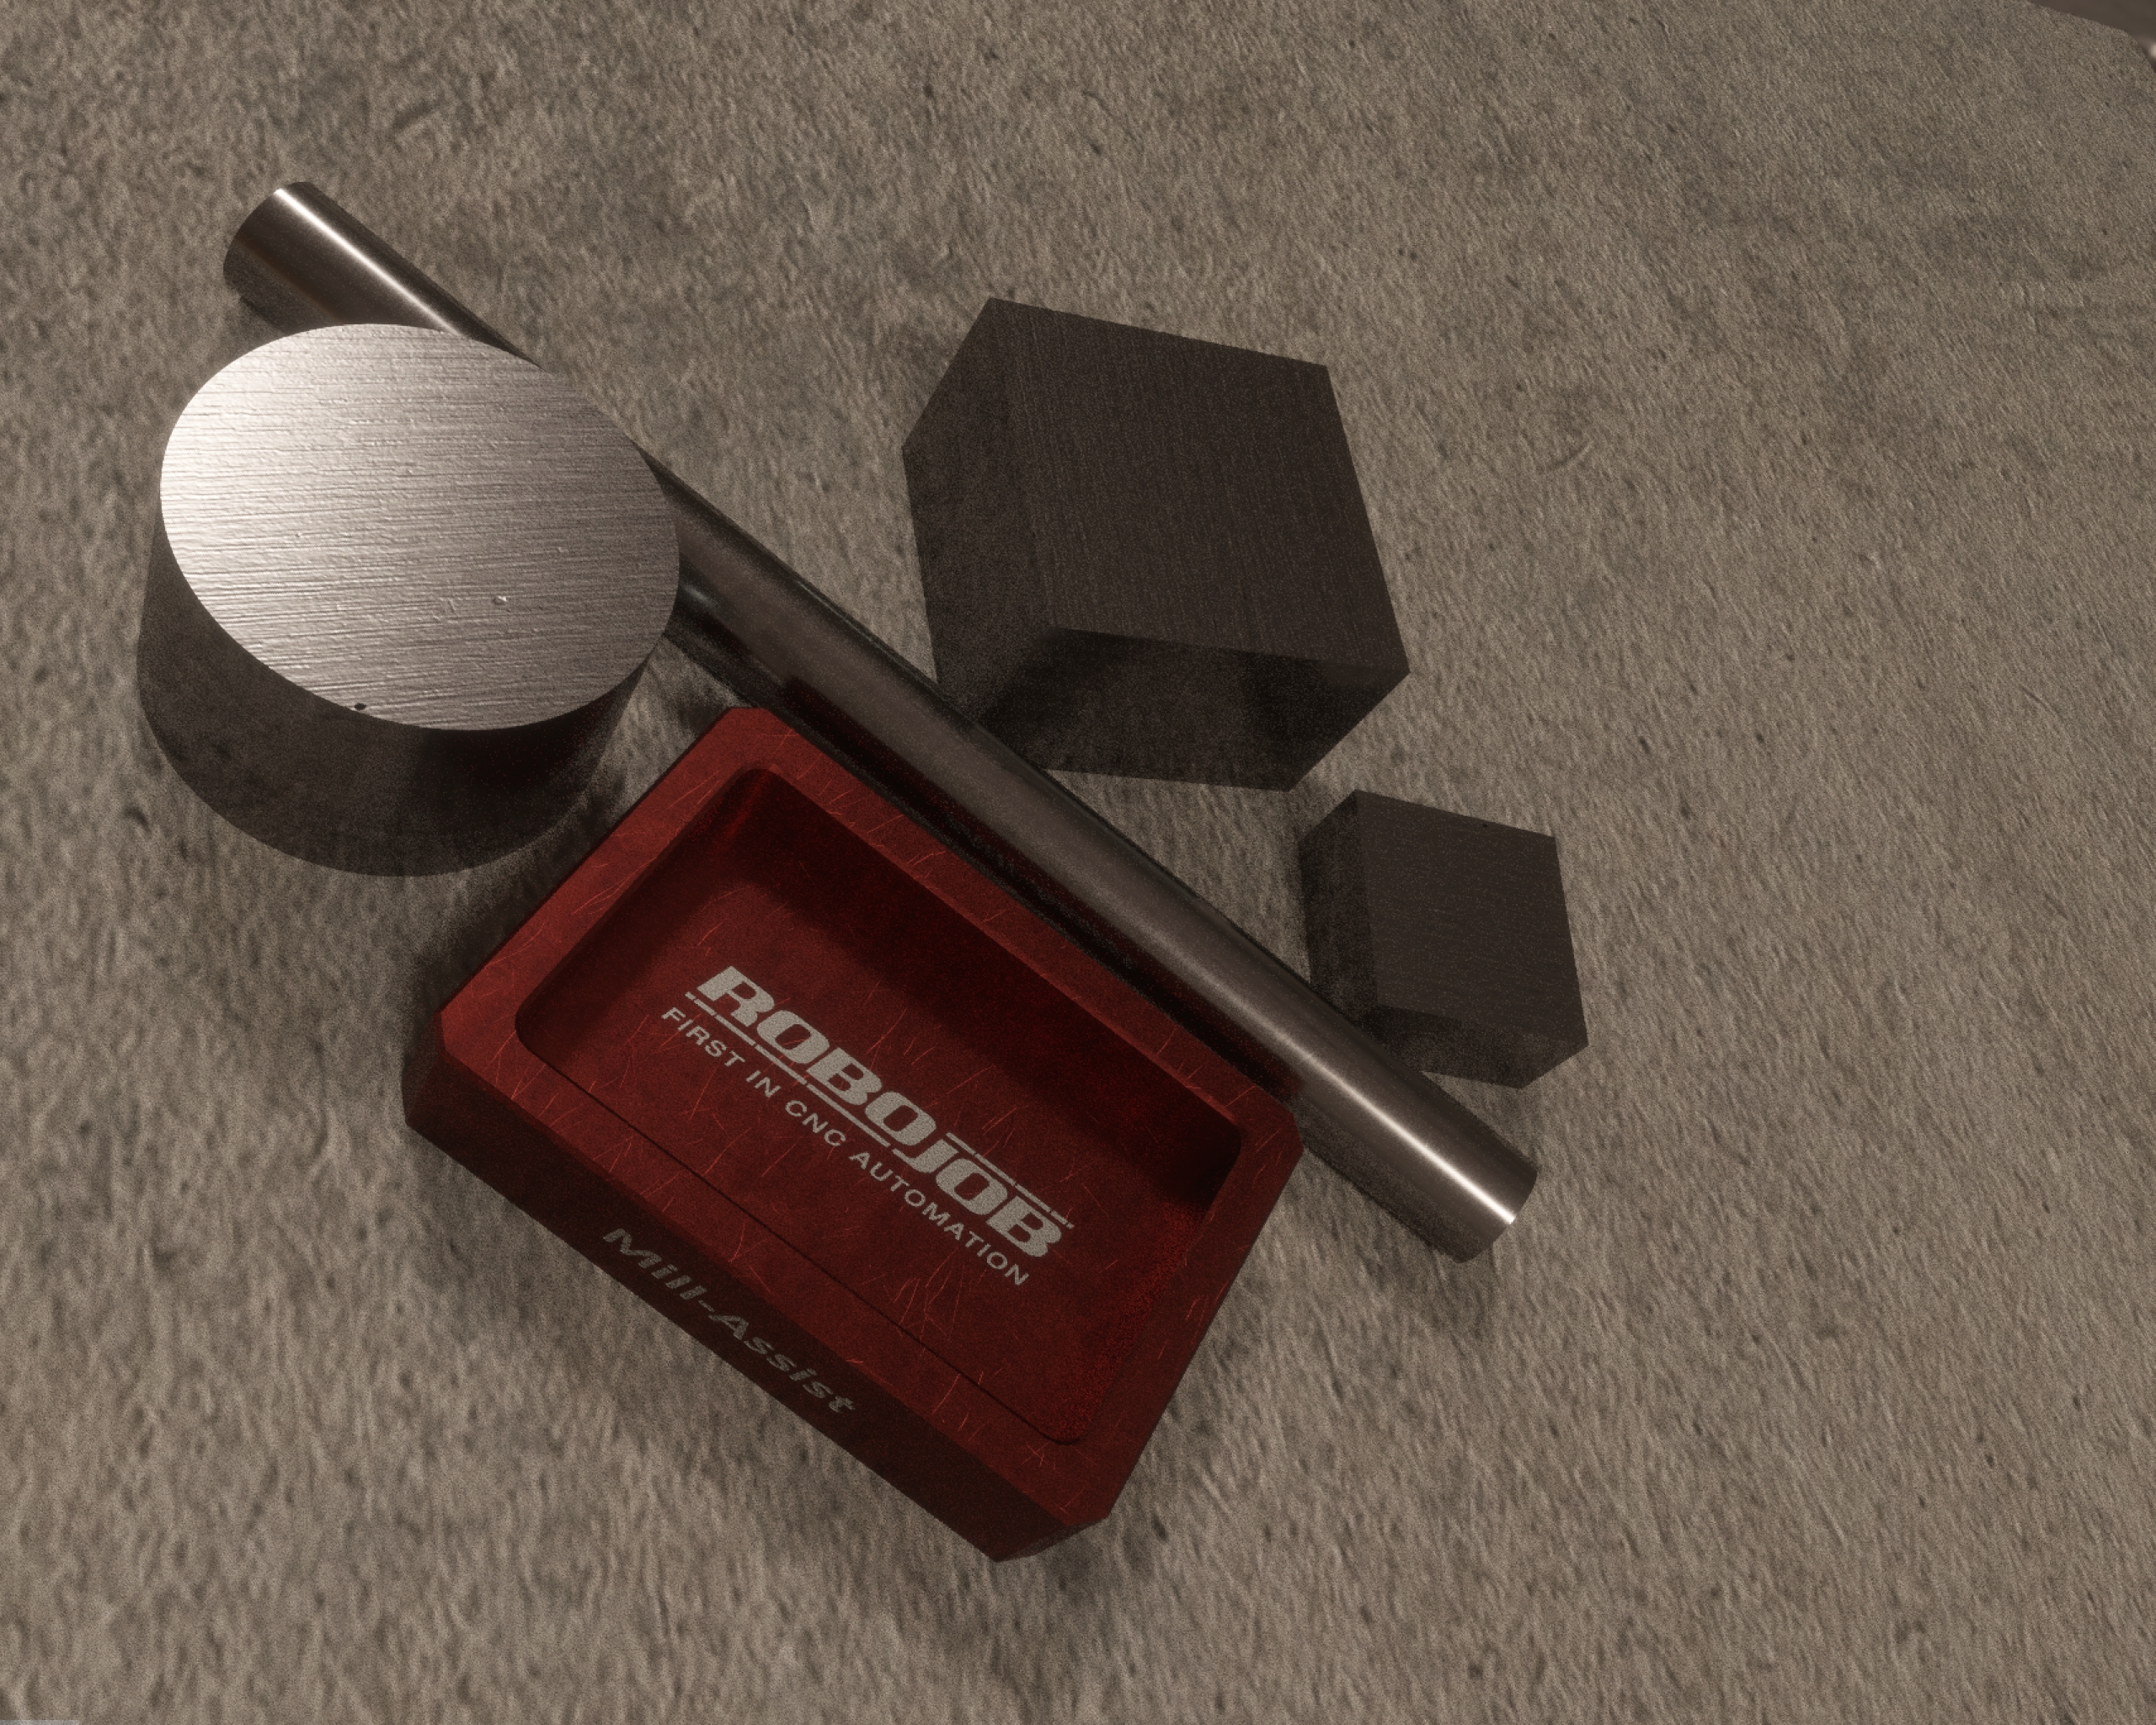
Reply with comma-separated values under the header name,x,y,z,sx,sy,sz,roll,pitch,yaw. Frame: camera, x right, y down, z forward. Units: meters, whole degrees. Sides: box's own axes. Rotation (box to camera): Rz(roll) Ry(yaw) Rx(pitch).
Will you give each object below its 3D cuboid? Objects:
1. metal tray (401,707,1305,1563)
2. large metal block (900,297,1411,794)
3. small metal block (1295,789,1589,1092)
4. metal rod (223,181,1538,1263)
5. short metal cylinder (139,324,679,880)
name,x,y,z,sx,sy,sz,roll,pitch,yaw
metal tray,-0.035,0.044,0.358,0.130,0.030,0.090,38,51,-3
large metal block,0.014,-0.064,0.437,0.081,0.050,0.080,4,60,-27
small metal block,0.076,0.017,0.438,0.050,0.025,0.050,12,57,-22
metal rod,-0.036,-0.025,0.402,0.300,0.025,0.025,39,51,-3
short metal cylinder,-0.114,-0.044,0.355,0.081,0.050,0.080,14,56,-21
